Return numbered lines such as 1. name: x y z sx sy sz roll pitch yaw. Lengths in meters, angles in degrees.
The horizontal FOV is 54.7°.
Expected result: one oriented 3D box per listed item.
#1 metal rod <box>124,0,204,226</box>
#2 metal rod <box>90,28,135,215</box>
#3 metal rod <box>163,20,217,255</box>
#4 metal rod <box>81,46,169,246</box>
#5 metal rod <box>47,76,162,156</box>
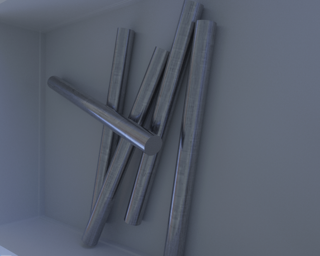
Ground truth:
1. metal rod: 0.001 -0.009 0.403 0.025 0.025 0.298 25 106 37
2. metal rod: -0.074 0.004 0.465 0.025 0.025 0.298 16 100 38
3. metal rod: 0.035 0.024 0.376 0.025 0.025 0.298 12 98 39
4. metal rod: -0.050 0.034 0.432 0.025 0.025 0.298 31 105 35
5. metal rod: -0.100 -0.031 0.456 0.300 0.025 0.025 29 108 45
